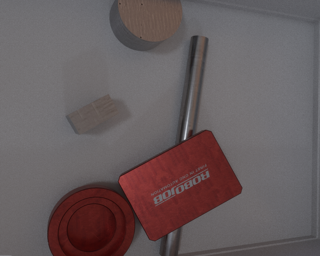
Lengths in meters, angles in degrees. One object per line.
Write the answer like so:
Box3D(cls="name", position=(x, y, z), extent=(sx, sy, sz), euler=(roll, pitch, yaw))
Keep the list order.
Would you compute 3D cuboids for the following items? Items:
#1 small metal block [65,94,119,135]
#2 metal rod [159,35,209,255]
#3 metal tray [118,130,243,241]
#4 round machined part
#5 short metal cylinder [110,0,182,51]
Box3D(cls="small metal block", position=(-0.082, -0.016, 0.368), extent=(0.050, 0.050, 0.025), euler=(-31, 101, -18))
Box3D(cls="metal rod", position=(0.033, 0.023, 0.424), extent=(0.025, 0.025, 0.298), euler=(10, 87, -20))
Box3D(cls="metal tray", position=(0.025, 0.070, 0.393), extent=(0.131, 0.030, 0.090), euler=(-28, 89, -4))
Box3D(cls="round machined part", position=(-0.083, 0.116, 0.372), extent=(0.099, 0.042, 0.097), euler=(0, 90, -21))
Box3D(cls="short metal cylinder", position=(-0.019, -0.143, 0.391), extent=(0.081, 0.050, 0.079), euler=(0, 90, -20))
